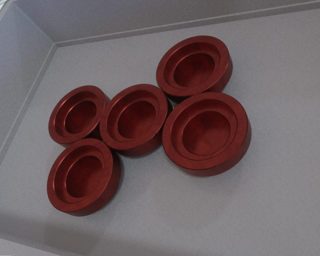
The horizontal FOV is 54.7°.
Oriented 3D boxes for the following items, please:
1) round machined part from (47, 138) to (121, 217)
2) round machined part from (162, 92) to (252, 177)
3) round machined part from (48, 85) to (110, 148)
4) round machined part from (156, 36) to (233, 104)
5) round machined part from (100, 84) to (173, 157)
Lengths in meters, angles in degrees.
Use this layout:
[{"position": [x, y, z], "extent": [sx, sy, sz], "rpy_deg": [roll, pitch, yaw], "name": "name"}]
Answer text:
[{"position": [-0.092, 0.065, 0.399], "extent": [0.098, 0.042, 0.098], "rpy_deg": [-13, 56, 21], "name": "round machined part"}, {"position": [0.056, 0.010, 0.356], "extent": [0.098, 0.042, 0.098], "rpy_deg": [-13, 56, 21], "name": "round machined part"}, {"position": [-0.111, -0.011, 0.458], "extent": [0.098, 0.042, 0.098], "rpy_deg": [-13, 56, 21], "name": "round machined part"}, {"position": [0.048, -0.071, 0.410], "extent": [0.098, 0.042, 0.098], "rpy_deg": [-13, 56, 21], "name": "round machined part"}, {"position": [-0.027, -0.007, 0.409], "extent": [0.098, 0.042, 0.098], "rpy_deg": [-13, 56, 21], "name": "round machined part"}]
